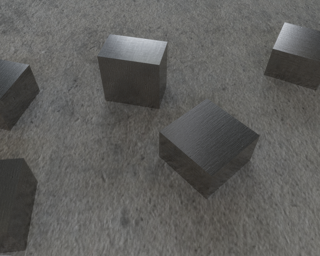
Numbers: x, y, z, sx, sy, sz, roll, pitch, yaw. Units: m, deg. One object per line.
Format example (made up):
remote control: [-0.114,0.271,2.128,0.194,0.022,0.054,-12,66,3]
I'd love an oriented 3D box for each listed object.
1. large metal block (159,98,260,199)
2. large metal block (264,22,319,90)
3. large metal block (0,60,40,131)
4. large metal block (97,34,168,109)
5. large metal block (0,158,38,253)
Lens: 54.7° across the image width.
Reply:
large metal block: [0.056,0.022,0.369,0.080,0.050,0.080,-35,58,-26]
large metal block: [0.220,-0.114,0.486,0.080,0.050,0.080,21,53,16]
large metal block: [-0.229,-0.049,0.426,0.080,0.050,0.080,12,51,9]
large metal block: [-0.035,-0.077,0.432,0.080,0.080,0.050,10,51,7]
large metal block: [-0.180,0.081,0.317,0.081,0.050,0.080,-4,50,-4]
